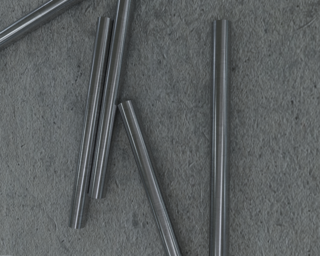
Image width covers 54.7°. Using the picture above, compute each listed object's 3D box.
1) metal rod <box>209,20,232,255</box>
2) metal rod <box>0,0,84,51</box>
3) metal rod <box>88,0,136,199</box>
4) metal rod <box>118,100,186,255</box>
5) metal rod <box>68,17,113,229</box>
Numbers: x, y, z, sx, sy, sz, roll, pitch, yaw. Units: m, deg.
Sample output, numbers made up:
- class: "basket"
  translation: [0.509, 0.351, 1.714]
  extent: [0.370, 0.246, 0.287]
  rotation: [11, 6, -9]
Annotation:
- class: "metal rod"
  translation: [0.074, 0.020, 0.382]
  extent: [0.025, 0.025, 0.298]
  rotation: [1, 90, 20]
- class: "metal rod"
  translation: [-0.172, -0.176, 0.469]
  extent: [0.300, 0.025, 0.025]
  rotation: [-22, 83, 18]
- class: "metal rod"
  translation: [-0.066, -0.051, 0.432]
  extent: [0.025, 0.025, 0.298]
  rotation: [10, 93, 19]
- class: "metal rod"
  translation: [0.001, 0.107, 0.408]
  extent: [0.025, 0.025, 0.299]
  rotation: [-20, 83, 19]
- class: "metal rod"
  translation: [-0.098, -0.005, 0.443]
  extent: [0.025, 0.025, 0.298]
  rotation: [10, 93, 19]
